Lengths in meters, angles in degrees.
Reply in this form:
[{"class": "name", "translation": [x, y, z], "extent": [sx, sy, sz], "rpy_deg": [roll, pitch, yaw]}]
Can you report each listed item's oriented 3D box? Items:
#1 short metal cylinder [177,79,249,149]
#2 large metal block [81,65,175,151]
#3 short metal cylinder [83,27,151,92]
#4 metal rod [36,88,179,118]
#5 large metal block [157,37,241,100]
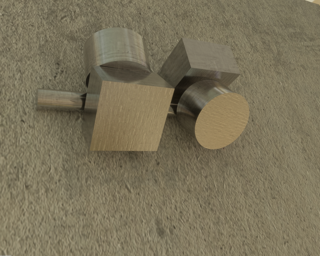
[{"class": "short metal cylinder", "translation": [0.069, -0.019, 0.411], "extent": [0.081, 0.079, 0.050], "rpy_deg": [2, 26, -27]}, {"class": "large metal block", "translation": [-0.039, -0.021, 0.354], "extent": [0.081, 0.079, 0.050], "rpy_deg": [3, 26, -27]}, {"class": "short metal cylinder", "translation": [-0.053, -0.078, 0.388], "extent": [0.081, 0.080, 0.050], "rpy_deg": [3, 60, -27]}, {"class": "metal rod", "translation": [-0.006, -0.028, 0.421], "extent": [0.303, 0.025, 0.025], "rpy_deg": [2, 61, -27]}, {"class": "large metal block", "translation": [0.053, -0.078, 0.445], "extent": [0.081, 0.080, 0.050], "rpy_deg": [1, 61, -28]}]
